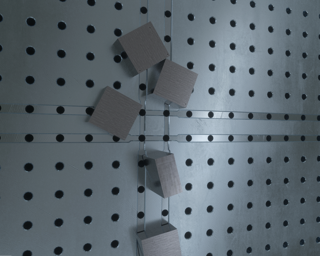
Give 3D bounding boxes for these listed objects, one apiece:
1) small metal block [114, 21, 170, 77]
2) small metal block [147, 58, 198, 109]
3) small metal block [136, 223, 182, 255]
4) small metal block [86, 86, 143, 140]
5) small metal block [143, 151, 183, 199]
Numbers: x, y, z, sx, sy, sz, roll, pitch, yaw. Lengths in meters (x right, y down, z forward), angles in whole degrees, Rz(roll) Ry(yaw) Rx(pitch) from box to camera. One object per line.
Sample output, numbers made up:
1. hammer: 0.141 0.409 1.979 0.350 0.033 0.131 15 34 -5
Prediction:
1. small metal block: -0.024 -0.102 0.405 0.050 0.025 0.050 -34 101 -17
2. small metal block: 0.017 -0.059 0.420 0.050 0.025 0.050 22 82 -19
3. small metal block: -0.001 0.162 0.414 0.050 0.025 0.050 -11 94 -20
4. small metal block: -0.058 -0.018 0.392 0.050 0.025 0.050 29 80 -18
5. small metal block: 0.002 0.058 0.401 0.025 0.050 0.050 -15 96 -20
